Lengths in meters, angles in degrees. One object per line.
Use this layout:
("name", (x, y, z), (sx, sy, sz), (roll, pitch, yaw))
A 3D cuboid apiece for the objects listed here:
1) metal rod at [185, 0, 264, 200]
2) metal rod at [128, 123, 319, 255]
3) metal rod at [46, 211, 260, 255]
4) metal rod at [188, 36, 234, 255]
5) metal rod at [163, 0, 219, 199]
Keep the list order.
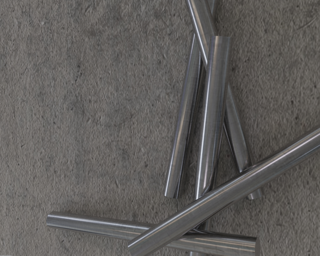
("metal rod", (0.069, -0.062, 0.365), (0.025, 0.025, 0.298), (-16, 92, 19))
("metal rod", (0.097, 0.059, 0.341), (0.301, 0.025, 0.025), (-33, 79, 4))
("metal rod", (-0.030, 0.132, 0.394), (0.300, 0.025, 0.025), (-3, 89, 29))
("metal rod", (0.055, 0.048, 0.362), (0.025, 0.025, 0.298), (9, 103, 20))
("metal rod", (0.042, -0.059, 0.393), (0.025, 0.025, 0.298), (11, 94, 19))
